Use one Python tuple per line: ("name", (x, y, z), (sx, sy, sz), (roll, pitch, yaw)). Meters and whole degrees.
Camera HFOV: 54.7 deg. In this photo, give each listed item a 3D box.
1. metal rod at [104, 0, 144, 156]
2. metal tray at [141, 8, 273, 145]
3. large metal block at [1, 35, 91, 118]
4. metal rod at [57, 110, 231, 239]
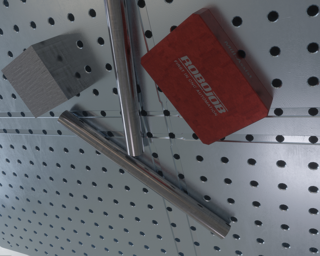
("metal rod", (-0.046, -0.095, 0.376), (0.025, 0.025, 0.298), (9, 123, 23))
("metal tray", (0.051, -0.053, 0.349), (0.090, 0.030, 0.130), (-32, 101, 38))
("large metal block", (-0.160, -0.070, 0.436), (0.080, 0.050, 0.080), (-21, 108, 36))
("metal rod", (-0.027, 0.067, 0.466), (0.301, 0.025, 0.025), (35, 129, 5))
